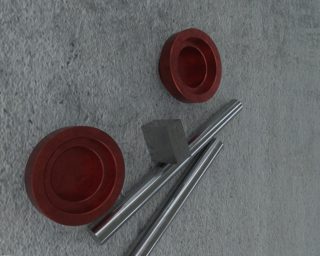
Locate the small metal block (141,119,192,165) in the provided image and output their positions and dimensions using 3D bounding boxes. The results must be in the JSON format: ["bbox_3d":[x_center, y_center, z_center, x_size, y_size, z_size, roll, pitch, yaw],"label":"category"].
[{"bbox_3d":[0.007,0.017,0.395,0.025,0.050,0.050,-28,108,-37],"label":"small metal block"}]

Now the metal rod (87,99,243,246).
[{"bbox_3d":[0.026,0.042,0.426,0.302,0.025,0.025,-39,114,-33],"label":"metal rod"}]

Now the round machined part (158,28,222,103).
[{"bbox_3d":[0.037,-0.082,0.424,0.099,0.042,0.097,0,90,-40],"label":"round machined part"}]

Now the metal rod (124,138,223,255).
[{"bbox_3d":[0.000,0.123,0.404,0.301,0.025,0.025,-49,119,-29],"label":"metal rod"}]

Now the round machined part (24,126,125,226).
[{"bbox_3d":[-0.089,0.047,0.319,0.099,0.042,0.097,0,90,-40],"label":"round machined part"}]
